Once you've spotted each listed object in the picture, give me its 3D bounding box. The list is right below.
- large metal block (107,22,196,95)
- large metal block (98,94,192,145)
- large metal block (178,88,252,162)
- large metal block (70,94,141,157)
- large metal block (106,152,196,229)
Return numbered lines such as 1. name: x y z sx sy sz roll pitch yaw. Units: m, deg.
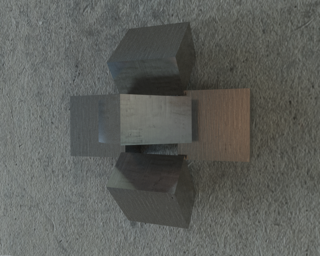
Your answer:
1. large metal block: -0.006 -0.083 0.376 0.080 0.080 0.050 0 134 20
2. large metal block: -0.020 -0.008 0.352 0.080 0.081 0.050 0 90 64
3. large metal block: 0.067 -0.003 0.370 0.080 0.050 0.079 0 90 19
4. large metal block: -0.073 -0.003 0.421 0.080 0.050 0.079 0 90 19
5. large metal block: -0.006 0.076 0.376 0.080 0.080 0.050 1 47 20
